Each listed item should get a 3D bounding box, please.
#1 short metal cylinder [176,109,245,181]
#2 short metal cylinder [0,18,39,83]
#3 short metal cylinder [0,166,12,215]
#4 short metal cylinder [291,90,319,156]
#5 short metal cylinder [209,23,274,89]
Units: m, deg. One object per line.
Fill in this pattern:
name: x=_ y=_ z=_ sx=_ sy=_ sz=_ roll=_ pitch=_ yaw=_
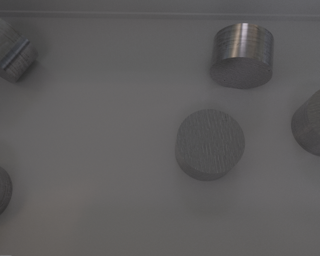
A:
short metal cylinder: x=0.060 y=0.023 z=0.388 sx=0.081 sy=0.050 sz=0.080 roll=0 pitch=70 yaw=0
short metal cylinder: x=-0.215 y=-0.105 z=0.417 sx=0.080 sy=0.080 sz=0.050 roll=29 pitch=73 yaw=10
short metal cylinder: x=-0.227 y=0.074 z=0.367 sx=0.081 sy=0.050 sz=0.080 roll=0 pitch=70 yaw=0
short metal cylinder: x=0.220 y=-0.007 z=0.400 sx=0.081 sy=0.050 sz=0.080 roll=0 pitch=70 yaw=0
short metal cylinder: x=0.110 y=-0.094 z=0.415 sx=0.080 sy=0.080 sz=0.050 roll=9 pitch=70 yaw=3
